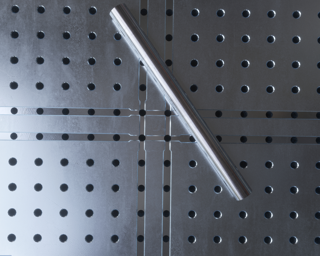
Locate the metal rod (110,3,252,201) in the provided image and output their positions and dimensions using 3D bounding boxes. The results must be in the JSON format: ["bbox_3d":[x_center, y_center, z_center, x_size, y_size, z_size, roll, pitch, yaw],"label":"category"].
[{"bbox_3d":[0.028,-0.034,0.413,0.025,0.025,0.299,-34,90,0],"label":"metal rod"}]
